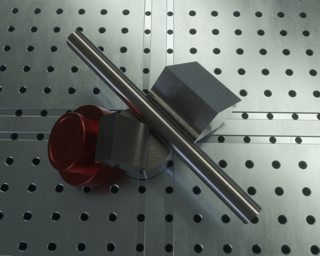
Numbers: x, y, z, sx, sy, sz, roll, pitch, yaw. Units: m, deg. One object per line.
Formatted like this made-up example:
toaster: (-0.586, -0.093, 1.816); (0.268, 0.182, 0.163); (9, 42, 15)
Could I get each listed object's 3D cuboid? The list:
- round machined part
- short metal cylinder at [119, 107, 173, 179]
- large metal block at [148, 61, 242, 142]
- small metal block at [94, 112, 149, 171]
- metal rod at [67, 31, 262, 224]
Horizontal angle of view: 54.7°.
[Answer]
round machined part: (-0.094, 0.019, 0.364); (0.098, 0.042, 0.098); (-12, 70, 36)
short metal cylinder: (-0.024, 0.020, 0.387); (0.081, 0.050, 0.080); (0, 70, 0)
large metal block: (0.043, -0.035, 0.385); (0.080, 0.050, 0.080); (44, 33, 14)
small metal block: (-0.040, 0.016, 0.333); (0.025, 0.050, 0.050); (-13, 65, 38)
metal rod: (-0.006, -0.011, 0.359); (0.025, 0.025, 0.300); (-42, 75, -14)
